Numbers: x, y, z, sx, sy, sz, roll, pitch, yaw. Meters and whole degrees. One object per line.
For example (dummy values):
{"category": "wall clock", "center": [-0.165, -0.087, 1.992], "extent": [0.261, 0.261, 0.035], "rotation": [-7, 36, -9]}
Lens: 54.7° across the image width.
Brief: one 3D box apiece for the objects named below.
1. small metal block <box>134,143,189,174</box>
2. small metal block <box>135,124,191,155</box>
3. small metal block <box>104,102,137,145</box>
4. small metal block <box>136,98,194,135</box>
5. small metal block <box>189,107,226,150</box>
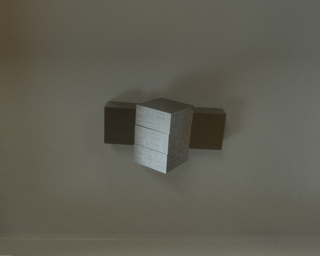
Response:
{"category": "small metal block", "center": [0.002, 0.031, 0.397], "extent": [0.050, 0.050, 0.025], "rotation": [16, 113, 33]}
{"category": "small metal block", "center": [0.004, 0.007, 0.388], "extent": [0.050, 0.050, 0.025], "rotation": [16, 113, 33]}
{"category": "small metal block", "center": [-0.046, -0.006, 0.407], "extent": [0.050, 0.025, 0.050], "rotation": [4, 110, -2]}
{"category": "small metal block", "center": [0.006, -0.016, 0.379], "extent": [0.050, 0.050, 0.025], "rotation": [17, 113, 32]}
{"category": "small metal block", "center": [0.057, 0.000, 0.411], "extent": [0.050, 0.025, 0.050], "rotation": [3, 110, -2]}
